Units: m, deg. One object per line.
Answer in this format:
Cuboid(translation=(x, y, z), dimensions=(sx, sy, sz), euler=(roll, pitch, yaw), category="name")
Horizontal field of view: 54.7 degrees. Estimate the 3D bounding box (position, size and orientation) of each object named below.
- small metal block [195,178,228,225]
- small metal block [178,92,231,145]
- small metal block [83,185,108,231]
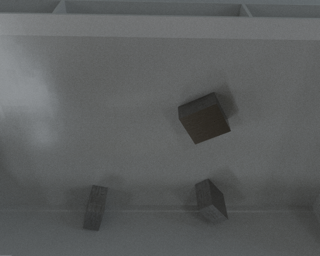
Cuboid(translation=(0.082, 0.118, 0.494), dimensions=(0.025, 0.050, 0.050), euler=(-29, 125, 22), category="small metal block")
Cuboid(translation=(0.057, -0.012, 0.400), dimensions=(0.050, 0.025, 0.050), euler=(-22, 127, 17), category="small metal block")
Cuboid(translation=(-0.104, 0.129, 0.501), dimensions=(0.025, 0.050, 0.050), euler=(13, 129, -11), category="small metal block")
